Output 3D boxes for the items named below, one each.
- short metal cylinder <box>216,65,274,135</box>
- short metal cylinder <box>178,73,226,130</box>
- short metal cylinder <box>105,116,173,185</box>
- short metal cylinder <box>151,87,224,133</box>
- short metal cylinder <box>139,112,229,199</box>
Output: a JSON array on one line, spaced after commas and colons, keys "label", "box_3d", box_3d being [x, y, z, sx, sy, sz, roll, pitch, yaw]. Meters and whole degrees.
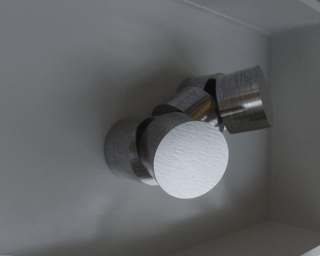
[{"label": "short metal cylinder", "box_3d": [0.110, -0.035, 0.398, 0.080, 0.050, 0.080, 35, 49, -52]}, {"label": "short metal cylinder", "box_3d": [0.070, -0.037, 0.449, 0.081, 0.050, 0.079, 0, 90, -40]}, {"label": "short metal cylinder", "box_3d": [-0.019, 0.026, 0.374, 0.081, 0.050, 0.079, 0, 90, -40]}, {"label": "short metal cylinder", "box_3d": [0.035, -0.007, 0.400, 0.050, 0.080, 0.080, -37, 113, -34]}, {"label": "short metal cylinder", "box_3d": [0.024, 0.027, 0.326, 0.081, 0.050, 0.079, -5, 104, -19]}]
